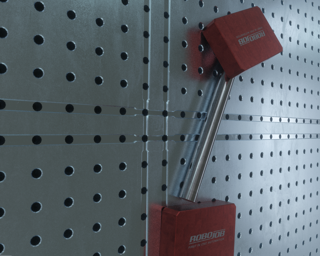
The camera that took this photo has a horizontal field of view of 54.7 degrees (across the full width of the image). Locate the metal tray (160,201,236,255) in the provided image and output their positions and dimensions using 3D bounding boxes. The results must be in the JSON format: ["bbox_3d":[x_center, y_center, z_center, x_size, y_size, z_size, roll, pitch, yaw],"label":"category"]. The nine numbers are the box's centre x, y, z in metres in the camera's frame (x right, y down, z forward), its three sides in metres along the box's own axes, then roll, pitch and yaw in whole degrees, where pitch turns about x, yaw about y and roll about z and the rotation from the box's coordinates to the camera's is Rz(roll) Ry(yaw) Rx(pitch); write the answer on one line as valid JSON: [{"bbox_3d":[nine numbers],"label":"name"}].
[{"bbox_3d":[0.060,0.160,0.459,0.131,0.030,0.089,5,87,-40],"label":"metal tray"}]

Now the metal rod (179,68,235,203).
[{"bbox_3d":[0.089,-0.031,0.486,0.025,0.025,0.299,33,70,-36],"label":"metal rod"}]

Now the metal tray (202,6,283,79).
[{"bbox_3d":[0.139,-0.143,0.507,0.131,0.030,0.090,-29,90,-36],"label":"metal tray"}]
